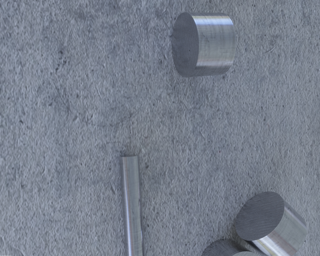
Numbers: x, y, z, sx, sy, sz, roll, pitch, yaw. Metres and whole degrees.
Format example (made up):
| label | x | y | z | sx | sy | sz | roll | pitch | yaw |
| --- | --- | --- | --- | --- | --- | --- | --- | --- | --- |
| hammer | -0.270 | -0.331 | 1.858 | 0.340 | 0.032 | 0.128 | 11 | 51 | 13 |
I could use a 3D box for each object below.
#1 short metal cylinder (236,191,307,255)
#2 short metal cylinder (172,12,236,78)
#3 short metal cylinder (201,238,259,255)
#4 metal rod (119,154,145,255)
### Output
| label | x | y | z | sx | sy | sz | roll | pitch | yaw |
| --- | --- | --- | --- | --- | --- | --- | --- | --- | --- |
| short metal cylinder | 0.155 | 0.137 | 0.437 | 0.050 | 0.080 | 0.080 | 44 | 76 | -15 |
| short metal cylinder | 0.054 | -0.107 | 0.399 | 0.050 | 0.080 | 0.079 | -7 | 93 | -20 |
| short metal cylinder | 0.101 | 0.203 | 0.433 | 0.081 | 0.050 | 0.079 | 0 | 90 | -20 |
| metal rod | -0.030 | 0.184 | 0.398 | 0.025 | 0.025 | 0.298 | -4 | 91 | -20 |
